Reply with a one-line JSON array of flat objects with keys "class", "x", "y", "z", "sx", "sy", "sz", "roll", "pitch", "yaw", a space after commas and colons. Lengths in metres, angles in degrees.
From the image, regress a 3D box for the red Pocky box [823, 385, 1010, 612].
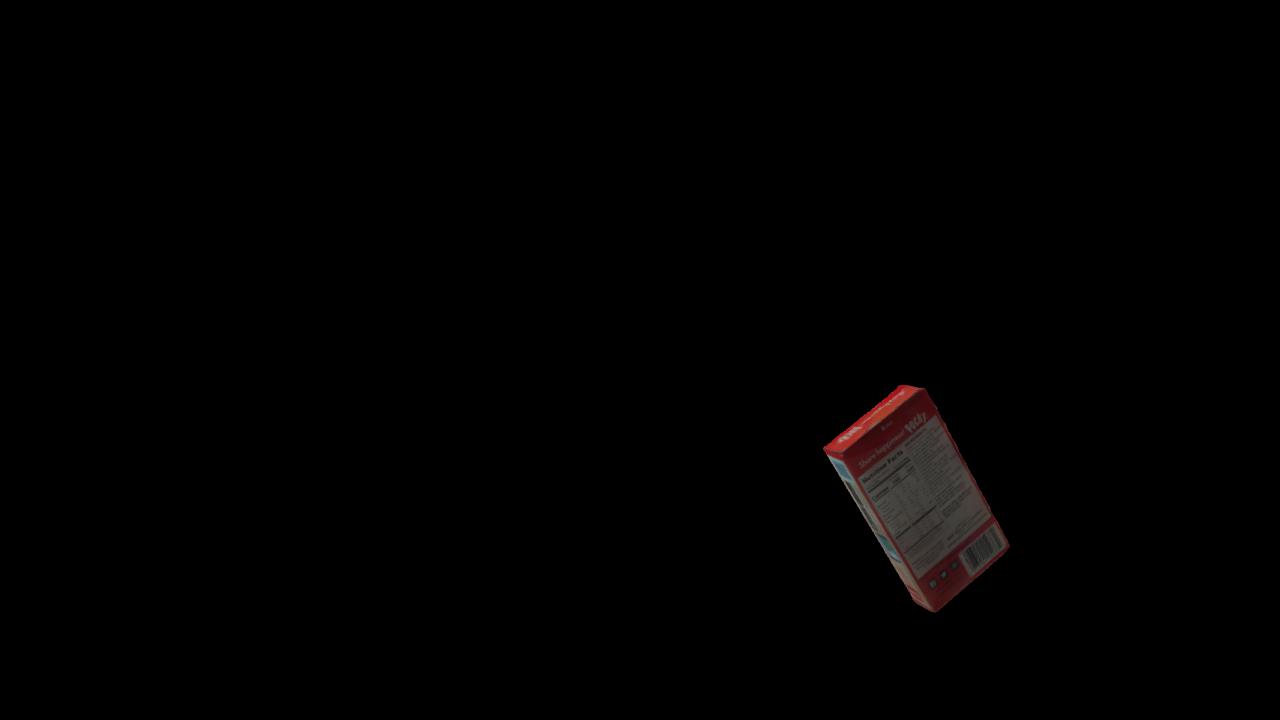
[{"class": "red Pocky box", "x": 0.207, "y": 0.102, "z": 0.456, "sx": 0.083, "sy": 0.155, "sz": 0.028, "roll": -35, "pitch": 13, "yaw": -9}]
